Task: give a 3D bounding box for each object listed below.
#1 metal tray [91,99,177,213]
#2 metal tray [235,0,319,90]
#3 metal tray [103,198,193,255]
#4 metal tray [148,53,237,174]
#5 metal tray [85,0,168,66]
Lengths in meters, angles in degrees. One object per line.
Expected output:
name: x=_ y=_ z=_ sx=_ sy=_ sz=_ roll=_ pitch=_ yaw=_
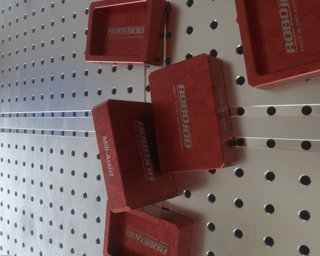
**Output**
metal tray: x=-0.031 y=0.032 z=0.390 sx=0.030 sy=0.091 sz=0.129 roll=-21 pitch=77 yaw=38
metal tray: x=0.125 y=-0.111 z=0.302 sx=0.090 sy=0.030 sz=0.129 roll=-12 pitch=82 yaw=39
metal tray: x=-0.021 y=0.152 z=0.421 sx=0.130 sy=0.030 sz=0.089 roll=8 pitch=95 yaw=39
metal tray: x=0.036 y=-0.014 z=0.375 sx=0.090 sy=0.030 sz=0.129 roll=-12 pitch=82 yaw=39
metal tray: x=-0.053 y=-0.138 z=0.447 sx=0.130 sy=0.030 sz=0.089 roll=11 pitch=97 yaw=39
